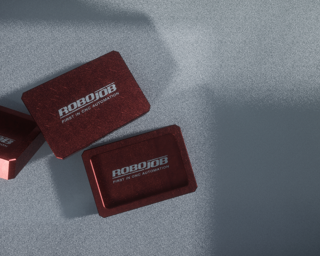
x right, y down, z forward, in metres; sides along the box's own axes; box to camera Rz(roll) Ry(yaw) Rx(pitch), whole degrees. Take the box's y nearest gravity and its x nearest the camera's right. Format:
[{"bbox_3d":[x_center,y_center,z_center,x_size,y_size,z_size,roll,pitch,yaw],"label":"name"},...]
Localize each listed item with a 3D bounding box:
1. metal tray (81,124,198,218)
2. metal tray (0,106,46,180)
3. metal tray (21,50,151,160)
[{"bbox_3d":[-0.026,0.055,0.408,0.131,0.030,0.090,-16,90,0],"label":"metal tray"},{"bbox_3d":[-0.216,0.005,0.372,0.131,0.090,0.030,19,121,-3],"label":"metal tray"},{"bbox_3d":[-0.090,-0.029,0.390,0.131,0.030,0.090,-30,90,-17],"label":"metal tray"}]
